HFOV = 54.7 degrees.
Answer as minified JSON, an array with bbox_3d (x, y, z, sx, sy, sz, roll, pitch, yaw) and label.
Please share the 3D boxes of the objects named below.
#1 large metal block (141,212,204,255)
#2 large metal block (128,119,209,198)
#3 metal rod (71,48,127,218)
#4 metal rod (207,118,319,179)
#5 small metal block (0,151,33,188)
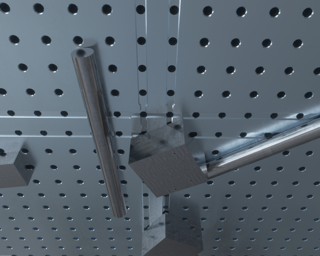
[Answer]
[{"bbox_3d":[0.022,0.209,0.573,0.080,0.050,0.080,26,125,-21],"label":"large metal block"},{"bbox_3d":[0.013,0.044,0.433,0.080,0.050,0.080,-21,127,17],"label":"large metal block"},{"bbox_3d":[-0.077,0.031,0.436,0.025,0.025,0.298,-2,130,2],"label":"metal rod"},{"bbox_3d":[0.172,0.018,0.428,0.300,0.025,0.025,-25,126,19],"label":"metal rod"},{"bbox_3d":[-0.228,0.063,0.463,0.050,0.025,0.050,-6,130,5],"label":"small metal block"}]
